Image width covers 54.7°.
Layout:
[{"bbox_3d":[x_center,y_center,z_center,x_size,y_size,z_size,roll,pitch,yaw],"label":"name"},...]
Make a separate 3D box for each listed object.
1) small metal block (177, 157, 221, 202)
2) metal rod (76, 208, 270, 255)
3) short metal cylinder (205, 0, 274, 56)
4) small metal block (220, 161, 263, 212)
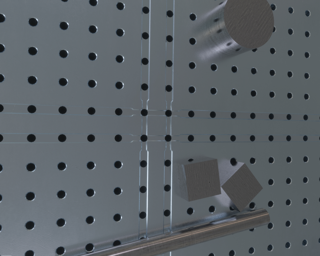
[{"bbox_3d":[0.055,0.070,0.433,0.050,0.025,0.050,-8,93,-20],"label":"small metal block"},{"bbox_3d":[0.018,0.153,0.419,0.302,0.025,0.025,-7,93,-20],"label":"metal rod"},{"bbox_3d":[0.112,-0.147,0.440,0.081,0.050,0.080,0,90,-20],"label":"short metal cylinder"},{"bbox_3d":[0.114,0.085,0.455,0.050,0.025,0.050,-41,103,-15],"label":"small metal block"}]
